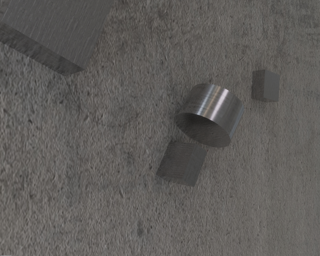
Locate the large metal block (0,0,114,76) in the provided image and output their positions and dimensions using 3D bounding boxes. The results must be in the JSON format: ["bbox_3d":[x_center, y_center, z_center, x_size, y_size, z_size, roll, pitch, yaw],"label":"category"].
[{"bbox_3d":[-0.104,-0.108,0.301,0.080,0.050,0.080,29,72,-36],"label":"large metal block"}]

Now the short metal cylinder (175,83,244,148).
[{"bbox_3d":[0.068,-0.016,0.426,0.080,0.080,0.050,44,64,-31],"label":"short metal cylinder"}]

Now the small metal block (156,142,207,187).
[{"bbox_3d":[0.028,0.047,0.412,0.025,0.050,0.050,37,68,-34],"label":"small metal block"}]

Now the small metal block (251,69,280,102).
[{"bbox_3d":[0.194,-0.076,0.566,0.050,0.025,0.050,7,85,-40],"label":"small metal block"}]
